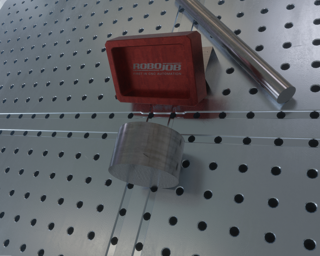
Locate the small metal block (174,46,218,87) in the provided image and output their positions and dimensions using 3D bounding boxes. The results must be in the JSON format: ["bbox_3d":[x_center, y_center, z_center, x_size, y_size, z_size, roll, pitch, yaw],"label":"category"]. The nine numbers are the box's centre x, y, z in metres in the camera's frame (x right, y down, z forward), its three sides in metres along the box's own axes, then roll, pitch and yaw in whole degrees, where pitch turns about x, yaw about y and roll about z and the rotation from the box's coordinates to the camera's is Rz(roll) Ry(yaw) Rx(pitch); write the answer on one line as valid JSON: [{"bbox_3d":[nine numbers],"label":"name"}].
[{"bbox_3d":[0.048,-0.086,0.436,0.050,0.025,0.050,5,64,30],"label":"small metal block"}]

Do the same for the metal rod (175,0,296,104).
[{"bbox_3d":[0.086,-0.139,0.448,0.025,0.025,0.300,-34,51,6],"label":"metal rod"}]

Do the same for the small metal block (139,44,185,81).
[{"bbox_3d":[0.003,-0.099,0.467,0.050,0.025,0.050,7,65,31],"label":"small metal block"}]

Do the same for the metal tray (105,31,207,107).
[{"bbox_3d":[-0.007,-0.079,0.418,0.130,0.089,0.030,6,29,30],"label":"metal tray"}]

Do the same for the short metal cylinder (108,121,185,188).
[{"bbox_3d":[-0.014,0.034,0.360,0.080,0.080,0.050,-4,60,26],"label":"short metal cylinder"}]
